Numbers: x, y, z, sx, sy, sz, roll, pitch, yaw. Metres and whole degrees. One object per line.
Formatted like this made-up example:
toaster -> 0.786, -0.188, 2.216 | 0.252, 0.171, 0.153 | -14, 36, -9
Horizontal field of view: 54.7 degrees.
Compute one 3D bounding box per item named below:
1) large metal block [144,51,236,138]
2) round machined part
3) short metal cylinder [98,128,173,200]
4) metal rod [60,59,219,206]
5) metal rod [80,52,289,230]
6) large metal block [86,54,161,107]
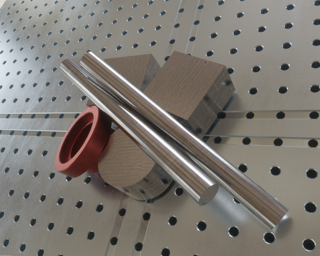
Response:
large metal block -> 0.035, -0.043, 0.394 | 0.080, 0.050, 0.080 | 27, 77, 37
round machined part -> -0.094, 0.022, 0.414 | 0.098, 0.042, 0.098 | -35, 36, 31
short metal cylinder -> -0.027, 0.041, 0.375 | 0.080, 0.050, 0.080 | -13, 56, 21
metal rod -> -0.047, -0.016, 0.372 | 0.025, 0.025, 0.300 | -47, 52, -4
metal rod -> 0.009, -0.002, 0.352 | 0.300, 0.025, 0.025 | 40, 85, 24
large metal block -> -0.046, -0.054, 0.441 | 0.080, 0.050, 0.080 | 1, 62, 28
